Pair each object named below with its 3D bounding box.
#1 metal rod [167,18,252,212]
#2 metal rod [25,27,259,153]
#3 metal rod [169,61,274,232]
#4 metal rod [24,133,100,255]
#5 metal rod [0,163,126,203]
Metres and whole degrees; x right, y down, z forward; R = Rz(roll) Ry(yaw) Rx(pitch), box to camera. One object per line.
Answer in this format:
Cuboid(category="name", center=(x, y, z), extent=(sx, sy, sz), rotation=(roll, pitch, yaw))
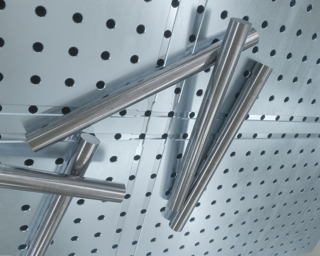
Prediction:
Cuboid(category="metal rod", center=(0.057, 0.003, 0.423), extent=(0.025, 0.025, 0.298), rotation=(-3, 126, -27))
Cuboid(category="metal rod", center=(-0.011, -0.051, 0.372), extent=(0.301, 0.025, 0.025), rotation=(-27, 128, -11))
Cuboid(category="metal rod", center=(0.087, 0.040, 0.482), extent=(0.025, 0.025, 0.298), rotation=(13, 112, -34))
Cuboid(category="metal rod", center=(-0.152, 0.139, 0.413), extent=(0.025, 0.025, 0.299), rotation=(17, 109, -35))
Cuboid(category="metal rod", center=(-0.178, 0.048, 0.322), extent=(0.302, 0.025, 0.025), rotation=(15, 111, -28))
